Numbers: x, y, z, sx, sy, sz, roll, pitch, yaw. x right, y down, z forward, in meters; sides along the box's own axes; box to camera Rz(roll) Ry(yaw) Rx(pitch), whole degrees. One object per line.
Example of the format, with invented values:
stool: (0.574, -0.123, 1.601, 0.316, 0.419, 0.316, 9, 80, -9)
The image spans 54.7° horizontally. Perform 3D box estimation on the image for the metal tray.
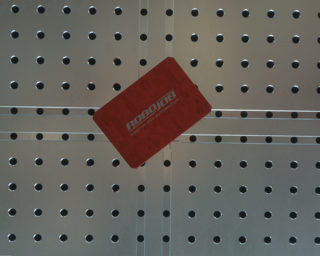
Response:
metal tray: (-0.010, -0.020, 0.411, 0.130, 0.030, 0.090, -38, 91, -1)
